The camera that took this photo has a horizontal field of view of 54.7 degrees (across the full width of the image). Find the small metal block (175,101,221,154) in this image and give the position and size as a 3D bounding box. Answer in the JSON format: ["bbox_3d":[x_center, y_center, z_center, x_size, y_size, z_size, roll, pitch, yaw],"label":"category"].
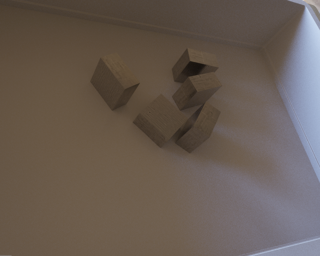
[{"bbox_3d":[0.051,0.000,0.419,0.025,0.050,0.050,35,51,-6],"label":"small metal block"}]

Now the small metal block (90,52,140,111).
[{"bbox_3d":[-0.058,-0.059,0.395,0.025,0.050,0.050,-31,79,-38],"label":"small metal block"}]

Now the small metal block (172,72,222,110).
[{"bbox_3d":[0.054,-0.054,0.453,0.050,0.050,0.025,-17,71,-35],"label":"small metal block"}]

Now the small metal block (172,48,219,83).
[{"bbox_3d":[0.054,-0.092,0.477,0.050,0.050,0.025,6,59,-25],"label":"small metal block"}]

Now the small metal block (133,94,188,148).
[{"bbox_3d":[0.001,-0.010,0.414,0.050,0.025,0.050,43,51,1],"label":"small metal block"}]
